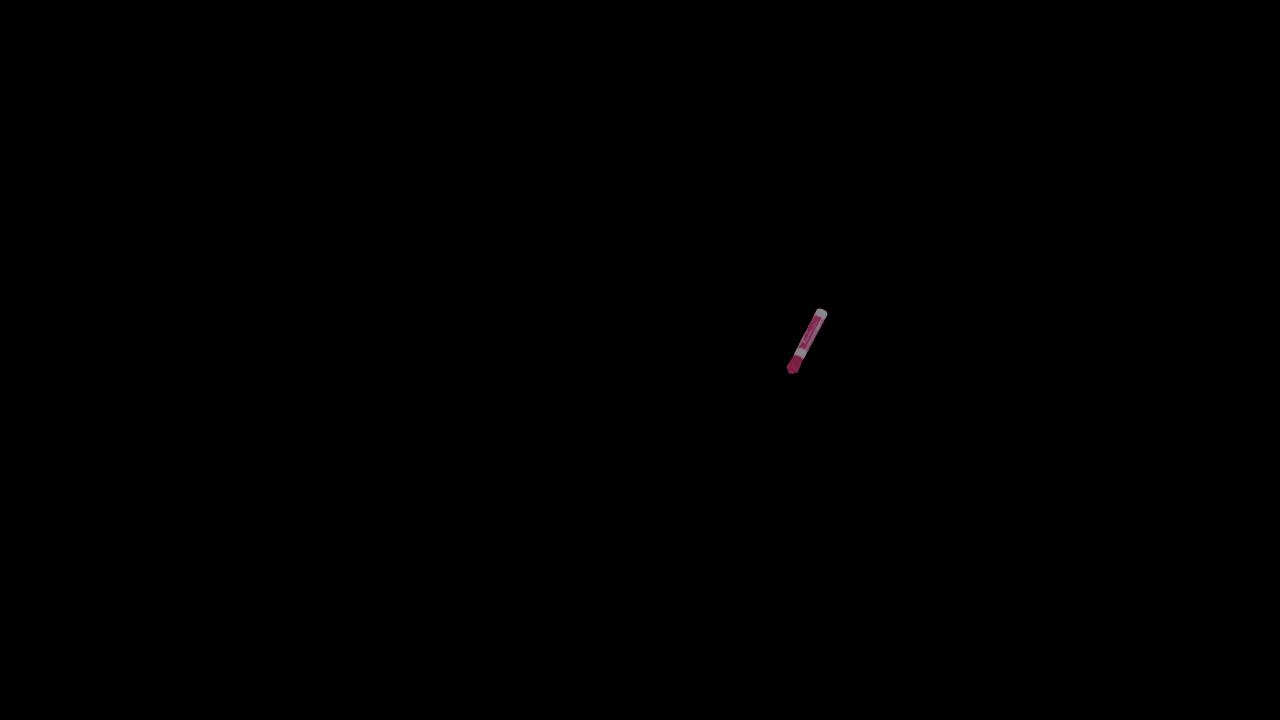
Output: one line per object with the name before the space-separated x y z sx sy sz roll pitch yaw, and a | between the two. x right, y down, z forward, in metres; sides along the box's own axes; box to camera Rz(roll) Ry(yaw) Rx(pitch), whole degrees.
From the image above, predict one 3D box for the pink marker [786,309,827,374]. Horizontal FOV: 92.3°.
pink marker | 0.263 -0.029 0.970 0.020 0.121 0.020 28 -19 11
